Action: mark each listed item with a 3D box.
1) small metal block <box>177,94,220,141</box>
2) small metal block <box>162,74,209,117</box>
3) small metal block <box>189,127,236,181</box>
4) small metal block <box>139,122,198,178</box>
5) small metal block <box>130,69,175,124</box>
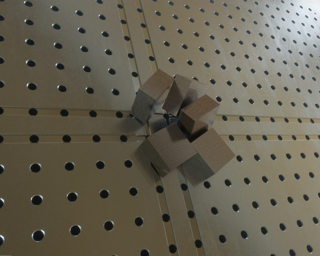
[{"bbox_3d":[0.049,-0.011,0.418,0.050,0.050,0.025,-32,60,-32],"label":"small metal block"},{"bbox_3d":[0.036,-0.042,0.423,0.025,0.050,0.050,32,16,31],"label":"small metal block"},{"bbox_3d":[0.066,0.035,0.422,0.050,0.025,0.050,-32,79,-38],"label":"small metal block"},{"bbox_3d":[0.011,0.027,0.397,0.050,0.025,0.050,-29,78,-37],"label":"small metal block"},{"bbox_3d":[-0.010,-0.042,0.409,0.025,0.050,0.050,34,51,6],"label":"small metal block"}]
